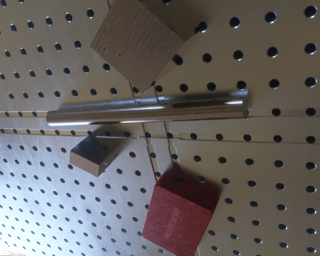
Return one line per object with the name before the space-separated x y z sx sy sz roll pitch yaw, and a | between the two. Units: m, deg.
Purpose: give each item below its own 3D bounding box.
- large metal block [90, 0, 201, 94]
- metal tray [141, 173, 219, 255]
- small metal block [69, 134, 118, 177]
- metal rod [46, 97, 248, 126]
large metal block | -0.017 -0.099 0.341 0.080 0.050 0.080 42 129 -2
metal tray | 0.027 0.141 0.480 0.090 0.030 0.129 23 127 13
small metal block | -0.101 0.041 0.471 0.050 0.050 0.025 24 127 13
metal rod | -0.037 -0.019 0.417 0.300 0.025 0.025 -2 118 28
